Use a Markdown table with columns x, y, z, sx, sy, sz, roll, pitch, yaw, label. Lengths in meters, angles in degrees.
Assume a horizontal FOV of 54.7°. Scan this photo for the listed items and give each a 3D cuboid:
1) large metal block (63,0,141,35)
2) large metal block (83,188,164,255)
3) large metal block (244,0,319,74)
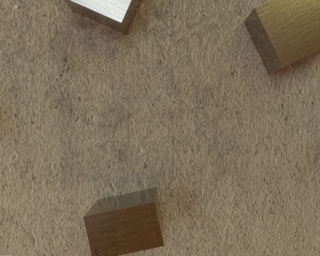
| x | y | z | sx | sy | sz | roll | pitch | yaw | label |
| --- | --- | --- | --- | --- | --- | --- | --- | --- | --- |
| -0.067 | -0.179 | 0.397 | 0.080 | 0.050 | 0.080 | 24 | 90 | 0 | large metal block |
| -0.040 | 0.114 | 0.382 | 0.080 | 0.080 | 0.050 | -12 | 90 | 0 | large metal block |
| 0.168 | -0.126 | 0.398 | 0.080 | 0.050 | 0.080 | -25 | 90 | 0 | large metal block |
